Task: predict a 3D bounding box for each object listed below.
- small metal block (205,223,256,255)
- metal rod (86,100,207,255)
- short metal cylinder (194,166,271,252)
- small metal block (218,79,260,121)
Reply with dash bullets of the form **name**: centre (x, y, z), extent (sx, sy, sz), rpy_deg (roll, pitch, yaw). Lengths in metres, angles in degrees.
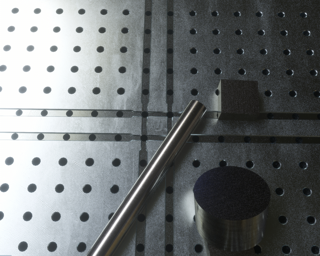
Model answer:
- **small metal block**: centre (0.080, 0.137, 0.362), extent (0.050, 0.025, 0.050), rpy_deg (-9, 70, -4)
- **metal rod**: centre (-0.029, 0.088, 0.379), extent (0.025, 0.025, 0.300), rpy_deg (31, 73, 11)
- **short metal cylinder**: centre (0.079, 0.088, 0.347), extent (0.080, 0.050, 0.080), rpy_deg (-5, 33, 3)
- **small metal block**: centre (0.107, -0.038, 0.426), extent (0.050, 0.025, 0.050), rpy_deg (3, 70, 1)
